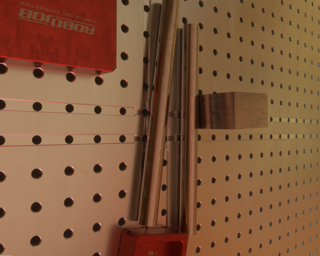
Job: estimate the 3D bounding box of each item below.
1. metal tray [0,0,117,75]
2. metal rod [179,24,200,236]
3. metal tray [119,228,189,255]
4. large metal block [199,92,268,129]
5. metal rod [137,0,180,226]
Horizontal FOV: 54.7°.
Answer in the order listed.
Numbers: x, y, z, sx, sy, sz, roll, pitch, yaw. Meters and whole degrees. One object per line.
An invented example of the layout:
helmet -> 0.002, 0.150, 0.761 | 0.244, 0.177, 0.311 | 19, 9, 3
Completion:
metal tray -> -0.108, -0.107, 0.316 | 0.131, 0.030, 0.089 | 0, 90, -40
metal rod -> 0.042, 0.002, 0.446 | 0.025, 0.025, 0.298 | 2, 89, -40
metal tray -> -0.013, 0.198, 0.397 | 0.091, 0.030, 0.129 | 15, 80, -39
large metal block -> 0.103, -0.025, 0.462 | 0.081, 0.080, 0.050 | -3, 92, -40
metal rod -> -0.001, -0.025, 0.410 | 0.025, 0.025, 0.298 | 10, 83, -40
